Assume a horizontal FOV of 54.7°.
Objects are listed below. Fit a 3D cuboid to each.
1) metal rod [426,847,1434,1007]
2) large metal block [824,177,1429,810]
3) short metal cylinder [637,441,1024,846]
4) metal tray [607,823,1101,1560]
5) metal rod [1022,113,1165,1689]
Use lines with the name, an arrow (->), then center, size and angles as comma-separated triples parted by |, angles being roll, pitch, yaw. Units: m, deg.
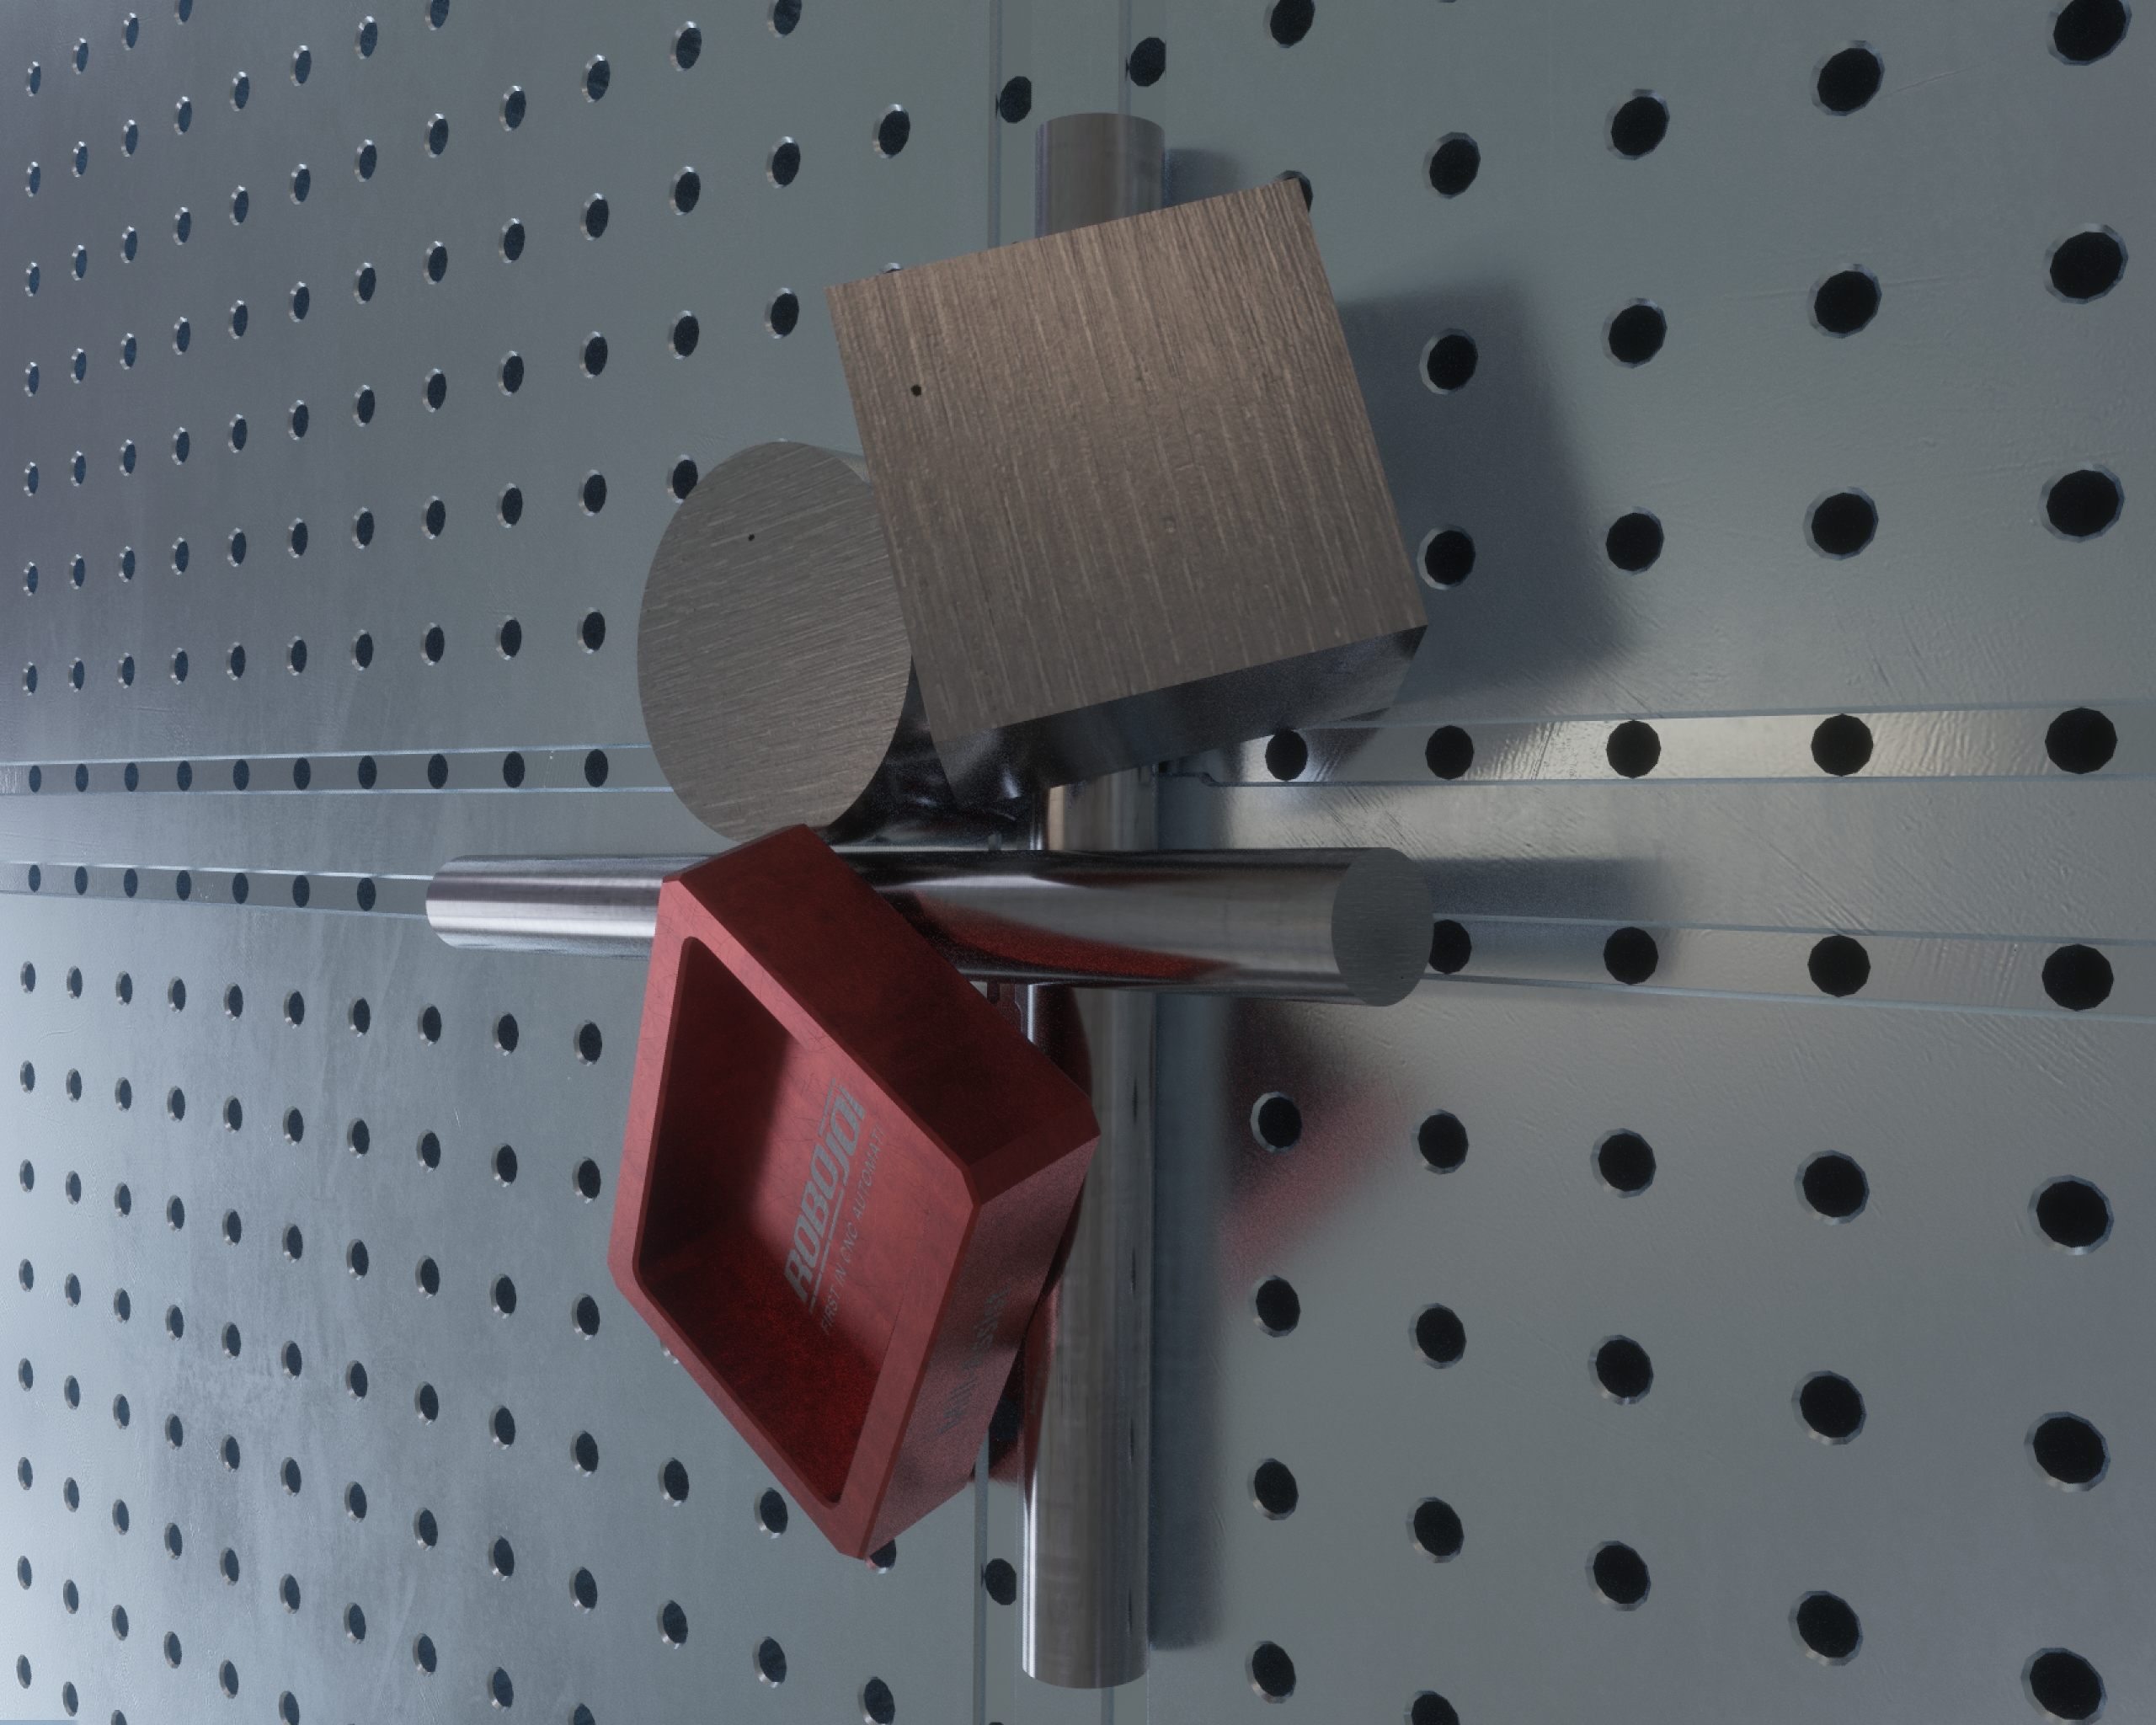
metal rod -> -0.055, 0.010, 0.433 | 0.300, 0.025, 0.025 | 0, 90, 47
large metal block -> 0.008, -0.061, 0.361 | 0.080, 0.050, 0.080 | -14, 79, -1
short metal cylinder -> -0.045, -0.043, 0.430 | 0.080, 0.050, 0.079 | 0, 90, 40
metal tray -> -0.050, 0.068, 0.414 | 0.090, 0.030, 0.129 | 42, 137, 25
metal rod -> 0.003, 0.008, 0.407 | 0.025, 0.025, 0.298 | 1, 91, 40
